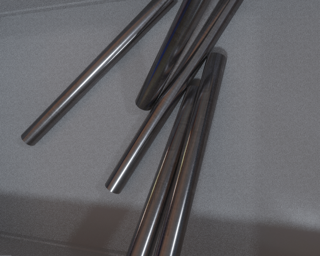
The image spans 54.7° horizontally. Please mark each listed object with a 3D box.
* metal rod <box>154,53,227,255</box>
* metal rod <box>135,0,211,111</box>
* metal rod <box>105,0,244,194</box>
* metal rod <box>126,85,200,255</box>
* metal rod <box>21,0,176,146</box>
[{"bbox_3d":[0.031,0.048,0.336,0.025,0.025,0.299,9,69,20],"label":"metal rod"},{"bbox_3d":[0.035,-0.125,0.318,0.025,0.025,0.298,45,135,14],"label":"metal rod"},{"bbox_3d":[0.013,-0.039,0.405,0.025,0.025,0.299,36,101,16],"label":"metal rod"},{"bbox_3d":[-0.003,0.082,0.339,0.025,0.025,0.300,13,66,19],"label":"metal rod"},{"bbox_3d":[-0.096,-0.077,0.444,0.299,0.025,0.025,-41,77,15],"label":"metal rod"}]
